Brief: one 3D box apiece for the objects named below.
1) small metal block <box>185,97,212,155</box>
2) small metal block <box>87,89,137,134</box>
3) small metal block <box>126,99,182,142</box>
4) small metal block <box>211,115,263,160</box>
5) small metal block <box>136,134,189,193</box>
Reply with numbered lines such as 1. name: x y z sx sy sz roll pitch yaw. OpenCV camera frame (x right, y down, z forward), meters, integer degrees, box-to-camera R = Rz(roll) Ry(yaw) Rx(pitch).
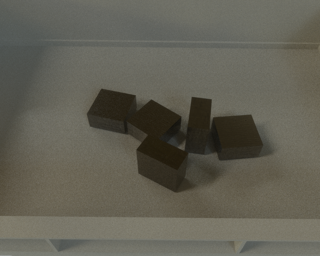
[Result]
1. small metal block: 0.048 -0.003 0.390 0.025 0.050 0.050 8 51 5
2. small metal block: -0.064 -0.023 0.421 0.050 0.025 0.050 12 51 9
3. small metal block: -0.008 -0.004 0.405 0.050 0.025 0.050 32 56 23
4. small metal block: 0.096 0.011 0.394 0.050 0.025 0.050 -4 50 -4
5. small metal block: 0.002 0.041 0.352 0.050 0.050 0.025 25 55 18
